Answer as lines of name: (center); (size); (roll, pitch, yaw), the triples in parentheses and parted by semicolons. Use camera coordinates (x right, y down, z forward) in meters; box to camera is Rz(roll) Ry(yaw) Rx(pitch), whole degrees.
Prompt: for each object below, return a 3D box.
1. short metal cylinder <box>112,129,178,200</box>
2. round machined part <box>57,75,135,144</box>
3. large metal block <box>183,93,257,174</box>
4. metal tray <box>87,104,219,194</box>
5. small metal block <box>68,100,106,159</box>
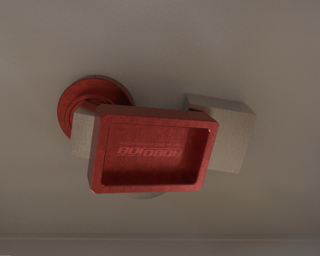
short metal cylinder: (-0.021, 0.046, 0.400); (0.081, 0.050, 0.079); (-7, 124, -10)
round machined part: (-0.081, -0.015, 0.394); (0.099, 0.042, 0.097); (0, 110, -1)
large metal block: (0.067, 0.006, 0.398); (0.081, 0.050, 0.079); (9, 110, -4)
metal tray: (-0.008, 0.025, 0.341); (0.131, 0.030, 0.089); (3, 112, -22)
small metal block: (-0.082, 0.001, 0.350); (0.025, 0.050, 0.050); (12, 110, -5)
